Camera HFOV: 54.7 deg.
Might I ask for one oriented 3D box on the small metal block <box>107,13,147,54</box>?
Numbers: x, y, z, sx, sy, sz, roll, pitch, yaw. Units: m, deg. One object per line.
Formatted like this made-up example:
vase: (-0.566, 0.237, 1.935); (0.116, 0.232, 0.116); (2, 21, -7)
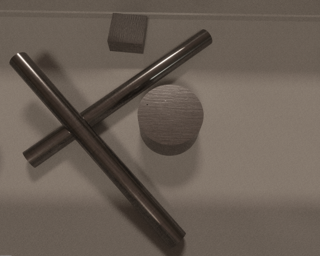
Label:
small metal block: (-0.047, -0.141, 0.460); (0.050, 0.025, 0.050); (6, 70, 1)

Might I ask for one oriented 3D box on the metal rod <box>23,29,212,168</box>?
metal rod: (-0.048, -0.047, 0.426); (0.301, 0.025, 0.025); (-37, 75, -13)

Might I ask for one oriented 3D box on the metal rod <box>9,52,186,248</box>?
metal rod: (-0.080, 0.022, 0.379); (0.025, 0.025, 0.300); (-41, 83, -14)

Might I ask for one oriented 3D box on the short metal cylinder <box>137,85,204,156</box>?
short metal cylinder: (0.013, -0.009, 0.400); (0.081, 0.050, 0.080); (0, 70, 0)
